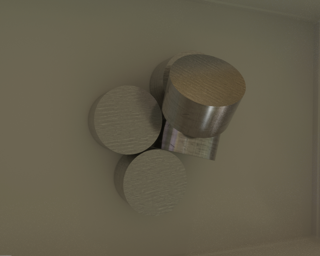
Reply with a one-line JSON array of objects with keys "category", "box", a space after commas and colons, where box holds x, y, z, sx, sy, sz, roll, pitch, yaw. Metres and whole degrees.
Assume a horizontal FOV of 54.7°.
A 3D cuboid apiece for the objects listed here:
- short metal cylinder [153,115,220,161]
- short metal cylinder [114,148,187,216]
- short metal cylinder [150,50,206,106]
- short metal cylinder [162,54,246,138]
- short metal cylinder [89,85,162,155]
[{"category": "short metal cylinder", "box": [0.035, 0.009, 0.394, 0.081, 0.080, 0.050, 14, 85, -20]}, {"category": "short metal cylinder", "box": [-0.013, 0.065, 0.391, 0.081, 0.050, 0.079, 0, 90, -21]}, {"category": "short metal cylinder", "box": [0.033, -0.057, 0.409, 0.081, 0.050, 0.079, 0, 90, -21]}, {"category": "short metal cylinder", "box": [0.046, -0.036, 0.339, 0.081, 0.050, 0.080, 6, 50, -7]}, {"category": "short metal cylinder", "box": [-0.044, -0.009, 0.379, 0.081, 0.050, 0.079, 0, 90, -21]}]
